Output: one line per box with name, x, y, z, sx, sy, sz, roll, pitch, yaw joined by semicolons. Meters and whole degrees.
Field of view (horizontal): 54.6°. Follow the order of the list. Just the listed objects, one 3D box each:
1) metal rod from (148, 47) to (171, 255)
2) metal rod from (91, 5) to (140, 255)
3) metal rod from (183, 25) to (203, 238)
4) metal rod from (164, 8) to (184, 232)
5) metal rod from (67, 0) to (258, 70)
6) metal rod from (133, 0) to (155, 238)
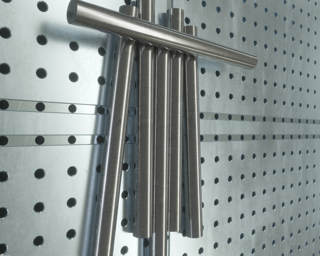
metal rod;-0.001;0.042;0.407;0.025;0.025;0.298;1;90;-40
metal rod;-0.052;0.005;0.363;0.025;0.025;0.299;10;84;-40
metal rod;0.045;0.007;0.446;0.025;0.025;0.298;-3;92;-40
metal rod;0.019;-0.011;0.425;0.025;0.025;0.298;1;89;-40
metal rod;0.030;-0.110;0.400;0.302;0.025;0.025;2;89;-40
metal rod;-0.020;-0.014;0.391;0.025;0.025;0.298;1;90;-40
